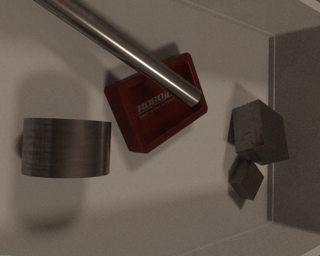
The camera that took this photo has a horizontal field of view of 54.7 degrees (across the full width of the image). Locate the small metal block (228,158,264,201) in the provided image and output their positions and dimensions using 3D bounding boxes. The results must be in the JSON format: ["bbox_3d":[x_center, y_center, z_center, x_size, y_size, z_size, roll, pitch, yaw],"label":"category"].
[{"bbox_3d":[0.150,0.089,0.536,0.050,0.025,0.050,50,61,-29],"label":"small metal block"}]

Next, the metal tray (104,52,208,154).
[{"bbox_3d":[0.001,-0.036,0.406,0.131,0.030,0.090,-33,111,-35],"label":"metal tray"}]

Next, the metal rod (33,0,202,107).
[{"bbox_3d":[-0.071,-0.106,0.322,0.301,0.025,0.025,31,71,-28],"label":"metal rod"}]

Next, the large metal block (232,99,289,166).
[{"bbox_3d":[0.169,0.010,0.520,0.080,0.050,0.080,25,55,-38],"label":"large metal block"}]

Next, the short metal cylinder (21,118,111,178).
[{"bbox_3d":[-0.088,0.018,0.298,0.081,0.080,0.050,4,88,-40],"label":"short metal cylinder"}]
